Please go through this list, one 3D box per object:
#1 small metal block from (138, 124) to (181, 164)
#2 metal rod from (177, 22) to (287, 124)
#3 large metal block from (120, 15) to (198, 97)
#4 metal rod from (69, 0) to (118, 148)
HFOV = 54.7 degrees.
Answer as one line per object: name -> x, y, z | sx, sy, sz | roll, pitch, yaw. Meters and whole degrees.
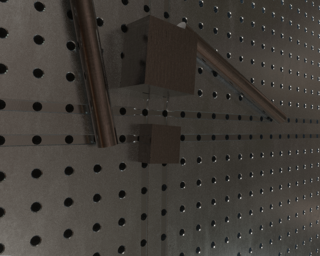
small metal block -> 0.000, 0.021, 0.411 | 0.050, 0.025, 0.050 | 5, 87, -40
metal rod -> 0.132, -0.079, 0.522 | 0.301, 0.025, 0.025 | 29, 72, -37
large metal block -> 0.000, -0.086, 0.395 | 0.081, 0.050, 0.080 | 7, 86, -40
metal rod -> -0.084, -0.126, 0.339 | 0.025, 0.025, 0.298 | -15, 100, -39
